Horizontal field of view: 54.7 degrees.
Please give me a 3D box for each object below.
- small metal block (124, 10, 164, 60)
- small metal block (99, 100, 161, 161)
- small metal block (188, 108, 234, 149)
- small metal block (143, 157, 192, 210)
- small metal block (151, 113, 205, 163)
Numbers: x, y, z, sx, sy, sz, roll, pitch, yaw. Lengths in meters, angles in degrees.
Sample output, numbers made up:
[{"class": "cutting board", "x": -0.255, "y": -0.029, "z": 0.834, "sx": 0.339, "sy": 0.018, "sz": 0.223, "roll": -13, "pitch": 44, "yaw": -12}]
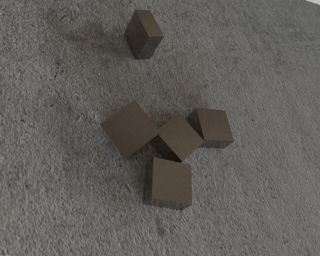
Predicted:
[{"class": "small metal block", "x": -0.025, "y": -0.137, "z": 0.457, "sx": 0.025, "sy": 0.050, "sz": 0.050, "roll": -13, "pitch": 69, "yaw": -33}, {"class": "small metal block", "x": -0.035, "y": 0.003, "z": 0.369, "sx": 0.050, "sy": 0.025, "sz": 0.050, "roll": -36, "pitch": 81, "yaw": -8}, {"class": "small metal block", "x": 0.072, "y": 0.001, "z": 0.442, "sx": 0.050, "sy": 0.025, "sz": 0.050, "roll": 4, "pitch": 60, "yaw": -26}, {"class": "small metal block", "x": 0.009, "y": 0.067, "z": 0.368, "sx": 0.050, "sy": 0.025, "sz": 0.050, "roll": 15, "pitch": 56, "yaw": -20}, {"class": "small metal block", "x": 0.021, "y": 0.016, "z": 0.405, "sx": 0.050, "sy": 0.025, "sz": 0.050, "roll": 49, "pitch": 51, "yaw": 6}]
